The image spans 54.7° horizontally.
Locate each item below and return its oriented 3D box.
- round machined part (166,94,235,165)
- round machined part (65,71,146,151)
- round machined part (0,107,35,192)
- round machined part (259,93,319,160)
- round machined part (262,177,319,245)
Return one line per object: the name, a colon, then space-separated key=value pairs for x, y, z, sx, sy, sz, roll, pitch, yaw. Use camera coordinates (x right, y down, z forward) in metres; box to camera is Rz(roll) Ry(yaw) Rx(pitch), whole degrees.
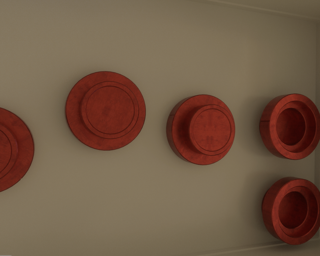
round machined part: x=0.062 y=0.002 z=0.424 sx=0.099 sy=0.042 sz=0.097 roll=0 pitch=90 yaw=-20
round machined part: x=-0.064 y=-0.021 z=0.378 sx=0.099 sy=0.042 sz=0.097 roll=0 pitch=90 yaw=-20
round machined part: x=-0.188 y=0.024 z=0.332 sx=0.099 sy=0.042 sz=0.097 roll=0 pitch=90 yaw=-20
round machined part: x=0.192 y=-0.002 z=0.472 sx=0.099 sy=0.042 sz=0.097 roll=0 pitch=90 yaw=-20
round machined part: x=0.197 y=0.123 z=0.474 sx=0.099 sy=0.042 sz=0.097 roll=0 pitch=90 yaw=-20
